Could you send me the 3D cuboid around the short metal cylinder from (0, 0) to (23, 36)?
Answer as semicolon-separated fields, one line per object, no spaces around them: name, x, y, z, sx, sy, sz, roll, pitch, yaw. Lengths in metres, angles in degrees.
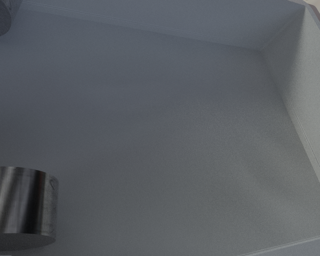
short metal cylinder;-0.205;-0.151;0.353;0.081;0.080;0.050;16;55;-20

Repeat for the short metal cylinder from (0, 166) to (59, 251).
short metal cylinder;-0.128;0.070;0.259;0.081;0.080;0.050;8;59;-25
